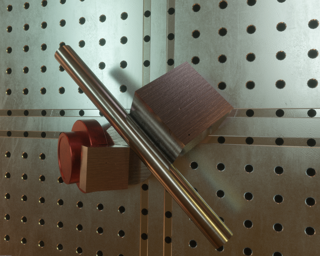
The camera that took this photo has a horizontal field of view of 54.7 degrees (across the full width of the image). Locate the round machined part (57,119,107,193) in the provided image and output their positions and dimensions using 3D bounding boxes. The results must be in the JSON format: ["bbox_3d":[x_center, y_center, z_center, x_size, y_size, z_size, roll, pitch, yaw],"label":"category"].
[{"bbox_3d":[-0.106,0.038,0.409,0.098,0.042,0.097,10,102,57],"label":"round machined part"}]

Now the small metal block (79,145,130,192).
[{"bbox_3d":[-0.065,0.046,0.363,0.025,0.050,0.050,5,93,60],"label":"small metal block"}]

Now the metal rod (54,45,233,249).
[{"bbox_3d":[-0.028,0.012,0.365,0.025,0.025,0.300,-45,76,14],"label":"metal rod"}]

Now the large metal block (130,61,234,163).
[{"bbox_3d":[0.023,-0.020,0.364,0.080,0.050,0.080,-35,75,-28],"label":"large metal block"}]

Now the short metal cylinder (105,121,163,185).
[{"bbox_3d":[-0.032,0.031,0.406,0.080,0.050,0.079,0,90,20],"label":"short metal cylinder"}]
